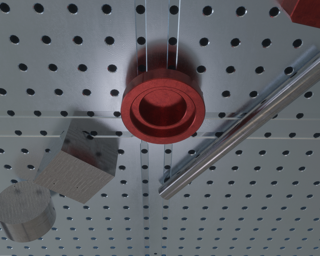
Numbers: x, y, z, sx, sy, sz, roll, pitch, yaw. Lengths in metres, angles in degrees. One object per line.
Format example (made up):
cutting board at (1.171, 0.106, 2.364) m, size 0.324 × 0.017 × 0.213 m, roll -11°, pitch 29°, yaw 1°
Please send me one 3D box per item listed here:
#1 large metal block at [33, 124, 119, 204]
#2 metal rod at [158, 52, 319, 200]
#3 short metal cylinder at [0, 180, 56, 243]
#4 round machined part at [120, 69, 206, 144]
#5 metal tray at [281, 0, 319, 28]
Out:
large metal block at (-0.118, 0.054, 0.440) m, size 0.080 × 0.050 × 0.080 m, roll 32°, pitch 123°, yaw -25°
metal rod at (0.098, 0.014, 0.424) m, size 0.025 × 0.025 × 0.299 m, roll 30°, pitch 124°, yaw -23°
short metal cylinder at (-0.208, 0.129, 0.483) m, size 0.081 × 0.080 × 0.050 m, roll 2°, pitch 130°, yaw -2°
round machined part at (0.003, -0.030, 0.375) m, size 0.099 × 0.042 × 0.097 m, roll 0°, pitch 130°, yaw 0°
metal tray at (0.183, -0.154, 0.279) m, size 0.091 × 0.030 × 0.129 m, roll 9°, pitch 130°, yaw -8°
